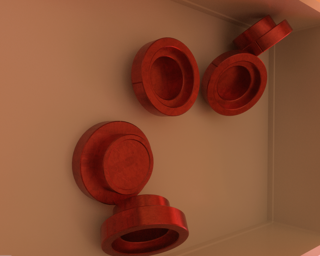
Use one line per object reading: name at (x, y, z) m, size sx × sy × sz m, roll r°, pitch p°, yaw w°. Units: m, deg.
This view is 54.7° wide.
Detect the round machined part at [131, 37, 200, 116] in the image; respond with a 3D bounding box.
round machined part at (0.003, -0.063, 0.400) m, size 0.099 × 0.042 × 0.097 m, roll 0°, pitch 90°, yaw -40°

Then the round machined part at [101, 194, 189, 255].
round machined part at (-0.019, 0.111, 0.358) m, size 0.098 × 0.098 × 0.042 m, roll 27°, pitch 37°, yaw -37°

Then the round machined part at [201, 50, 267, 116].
round machined part at (0.107, -0.071, 0.469) m, size 0.099 × 0.042 × 0.097 m, roll -9°, pitch 121°, yaw -15°

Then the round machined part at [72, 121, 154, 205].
round machined part at (-0.046, 0.040, 0.358) m, size 0.099 × 0.042 × 0.097 m, roll 0°, pitch 90°, yaw -40°

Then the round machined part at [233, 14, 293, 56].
round machined part at (0.157, -0.144, 0.497) m, size 0.099 × 0.098 × 0.042 m, roll -38°, pitch 94°, yaw -34°
